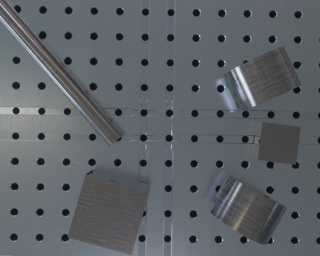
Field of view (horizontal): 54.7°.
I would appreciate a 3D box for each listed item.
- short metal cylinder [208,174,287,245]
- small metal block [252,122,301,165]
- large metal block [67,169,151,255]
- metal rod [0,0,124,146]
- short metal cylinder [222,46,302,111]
[{"bbox_3d":[0.108,0.100,0.387,0.080,0.080,0.050,29,90,0],"label":"short metal cylinder"},{"bbox_3d":[0.155,0.020,0.415,0.050,0.025,0.050,7,90,0],"label":"small metal block"},{"bbox_3d":[-0.063,0.105,0.400,0.080,0.050,0.080,16,90,0],"label":"large metal block"},{"bbox_3d":[-0.156,-0.096,0.411,0.025,0.025,0.300,-41,90,0],"label":"metal rod"},{"bbox_3d":[0.126,-0.060,0.387,0.080,0.080,0.050,-25,90,0],"label":"short metal cylinder"}]
